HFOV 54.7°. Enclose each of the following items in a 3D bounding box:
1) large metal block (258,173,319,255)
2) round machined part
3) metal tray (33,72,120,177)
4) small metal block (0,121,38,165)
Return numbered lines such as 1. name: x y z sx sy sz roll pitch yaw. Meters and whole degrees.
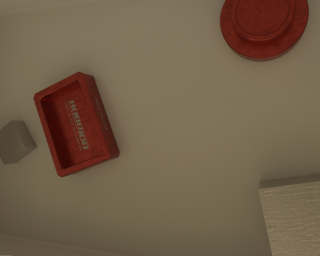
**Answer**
1. large metal block: 0.159 0.097 0.341 0.080 0.050 0.080 -12 86 19
2. round machined part: 0.119 -0.130 0.359 0.098 0.042 0.097 0 90 19
3. metal tray: -0.122 -0.004 0.449 0.090 0.030 0.129 -22 83 18
4. small metal block: -0.231 0.023 0.490 0.050 0.025 0.050 -34 79 16
